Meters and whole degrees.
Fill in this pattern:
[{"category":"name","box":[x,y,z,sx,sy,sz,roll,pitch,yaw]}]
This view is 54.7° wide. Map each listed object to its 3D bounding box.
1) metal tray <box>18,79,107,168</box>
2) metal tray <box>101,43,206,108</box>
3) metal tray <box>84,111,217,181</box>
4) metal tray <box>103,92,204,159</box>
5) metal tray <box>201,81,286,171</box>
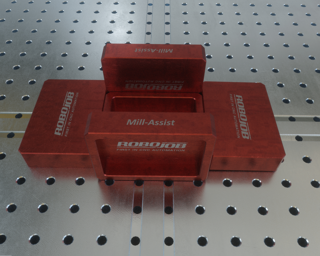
[{"category":"metal tray","box":[-0.120,-0.010,0.411,0.091,0.030,0.130,1,50,0]},{"category":"metal tray","box":[-0.008,-0.069,0.423,0.131,0.089,0.030,1,50,0]},{"category":"metal tray","box":[-0.010,0.023,0.344,0.131,0.089,0.030,1,50,0]},{"category":"metal tray","box":[-0.009,-0.005,0.406,0.131,0.030,0.090,1,50,0]},{"category":"metal tray","box":[0.102,-0.007,0.409,0.091,0.030,0.130,2,50,-1]}]
